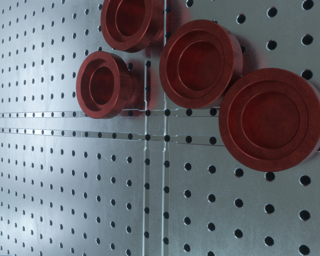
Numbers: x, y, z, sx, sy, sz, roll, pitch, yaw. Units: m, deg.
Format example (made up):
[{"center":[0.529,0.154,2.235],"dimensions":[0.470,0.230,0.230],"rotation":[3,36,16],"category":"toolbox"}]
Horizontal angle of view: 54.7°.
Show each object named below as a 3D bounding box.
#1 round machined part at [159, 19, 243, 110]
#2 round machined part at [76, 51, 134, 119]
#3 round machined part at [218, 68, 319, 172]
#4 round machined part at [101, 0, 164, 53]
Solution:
[{"center":[0.050,-0.070,0.356],"dimensions":[0.098,0.042,0.097],"rotation":[0,90,39],"category":"round machined part"},{"center":[-0.078,-0.062,0.460],"dimensions":[0.098,0.042,0.097],"rotation":[0,90,39],"category":"round machined part"},{"center":[0.111,-0.008,0.306],"dimensions":[0.098,0.042,0.097],"rotation":[0,90,39],"category":"round machined part"},{"center":[-0.033,-0.152,0.424],"dimensions":[0.098,0.042,0.097],"rotation":[0,90,39],"category":"round machined part"}]
